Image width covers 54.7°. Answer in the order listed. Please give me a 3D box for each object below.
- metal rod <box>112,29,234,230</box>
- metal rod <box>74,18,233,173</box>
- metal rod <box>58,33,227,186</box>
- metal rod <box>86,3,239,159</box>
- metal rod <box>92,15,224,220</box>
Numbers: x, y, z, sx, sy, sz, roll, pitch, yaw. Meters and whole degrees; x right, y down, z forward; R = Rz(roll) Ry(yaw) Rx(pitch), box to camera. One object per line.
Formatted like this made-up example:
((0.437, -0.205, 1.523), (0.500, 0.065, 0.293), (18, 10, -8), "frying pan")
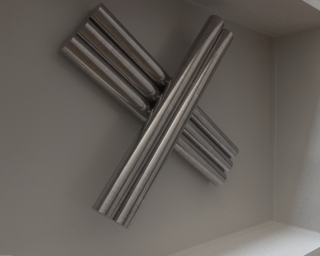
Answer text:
((0.025, -0.016, 0.393), (0.025, 0.025, 0.300), (45, 63, -31), "metal rod")
((0.010, -0.024, 0.413), (0.300, 0.025, 0.025), (42, 65, -32), "metal rod")
((-0.002, -0.005, 0.402), (0.300, 0.025, 0.025), (42, 65, -32), "metal rod")
((0.022, -0.045, 0.423), (0.300, 0.025, 0.025), (42, 65, -32), "metal rod")
((0.010, -0.030, 0.380), (0.025, 0.025, 0.300), (45, 63, -31), "metal rod")
